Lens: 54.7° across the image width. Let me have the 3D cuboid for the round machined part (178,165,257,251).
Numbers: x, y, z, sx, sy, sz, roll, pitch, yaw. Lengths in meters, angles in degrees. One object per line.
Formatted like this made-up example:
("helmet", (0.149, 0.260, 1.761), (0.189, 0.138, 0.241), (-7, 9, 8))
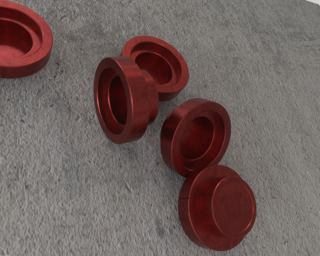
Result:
("round machined part", (0.073, 0.091, 0.360), (0.099, 0.042, 0.098), (9, 74, -31))

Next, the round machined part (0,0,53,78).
("round machined part", (-0.178, -0.096, 0.356), (0.099, 0.042, 0.098), (14, 56, -21))

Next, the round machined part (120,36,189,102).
("round machined part", (-0.012, -0.078, 0.434), (0.099, 0.042, 0.098), (14, 56, -21))

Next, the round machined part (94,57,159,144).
("round machined part", (-0.037, -0.033, 0.357), (0.042, 0.097, 0.098), (-11, 68, -33))

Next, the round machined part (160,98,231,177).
("round machined part", (0.040, 0.010, 0.386), (0.099, 0.097, 0.042), (-15, 25, -34))
